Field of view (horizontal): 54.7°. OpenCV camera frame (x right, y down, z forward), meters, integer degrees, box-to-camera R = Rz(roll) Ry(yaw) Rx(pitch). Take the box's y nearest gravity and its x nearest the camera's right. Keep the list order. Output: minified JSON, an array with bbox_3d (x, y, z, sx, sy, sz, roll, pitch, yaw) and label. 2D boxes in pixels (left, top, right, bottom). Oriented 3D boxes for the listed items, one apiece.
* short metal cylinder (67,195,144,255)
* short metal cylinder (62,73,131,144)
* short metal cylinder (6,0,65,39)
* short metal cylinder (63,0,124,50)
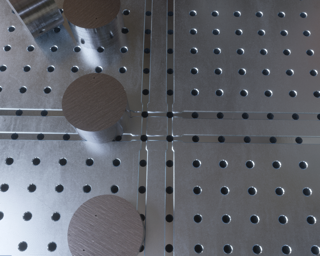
[{"bbox_3d":[-0.058,0.120,0.354,0.081,0.050,0.080,0,70,0],"label":"short metal cylinder"},{"bbox_3d":[-0.081,-0.025,0.407,0.081,0.050,0.080,0,70,0],"label":"short metal cylinder"},{"bbox_3d":[-0.183,-0.175,0.445,0.050,0.080,0.080,-36,74,-12],"label":"short metal cylinder"},{"bbox_3d":[-0.096,-0.164,0.458,0.081,0.050,0.080,0,70,0],"label":"short metal cylinder"}]
